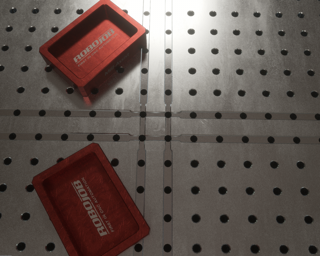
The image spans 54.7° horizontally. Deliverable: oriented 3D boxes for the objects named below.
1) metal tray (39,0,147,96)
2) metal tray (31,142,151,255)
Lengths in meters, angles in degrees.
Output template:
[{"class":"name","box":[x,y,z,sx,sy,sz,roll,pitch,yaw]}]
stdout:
[{"class":"metal tray","box":[-0.094,-0.120,0.451,0.090,0.030,0.130,41,75,13]},{"class":"metal tray","box":[-0.082,0.094,0.373,0.090,0.030,0.130,-31,73,-11]}]
